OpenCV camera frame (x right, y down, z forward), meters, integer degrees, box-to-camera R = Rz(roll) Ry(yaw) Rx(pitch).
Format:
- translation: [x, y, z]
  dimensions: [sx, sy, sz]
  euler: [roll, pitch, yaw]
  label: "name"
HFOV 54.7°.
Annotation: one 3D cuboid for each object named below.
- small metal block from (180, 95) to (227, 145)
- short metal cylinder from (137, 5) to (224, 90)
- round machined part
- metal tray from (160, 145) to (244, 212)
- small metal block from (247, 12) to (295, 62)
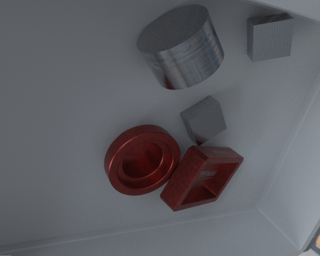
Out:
- translation: [0.062, -0.010, 0.439]
  dimensions: [0.050, 0.025, 0.050]
  euler: [-32, 129, -8]
  label: "small metal block"
- translation: [0.022, -0.087, 0.333]
  dimensions: [0.080, 0.080, 0.050]
  euler: [-37, 130, -4]
  label: "short metal cylinder"
- translation: [-0.026, 0.038, 0.408]
  dimensions: [0.099, 0.042, 0.097]
  euler: [-14, 125, -21]
  label: "round machined part"
- translation: [0.067, 0.072, 0.461]
  dimensions: [0.131, 0.030, 0.090]
  euler: [8, 116, -54]
  label: "metal tray"
- translation: [0.143, -0.118, 0.404]
  dimensions: [0.050, 0.025, 0.050]
  euler: [-9, 127, 2]
  label: "small metal block"
